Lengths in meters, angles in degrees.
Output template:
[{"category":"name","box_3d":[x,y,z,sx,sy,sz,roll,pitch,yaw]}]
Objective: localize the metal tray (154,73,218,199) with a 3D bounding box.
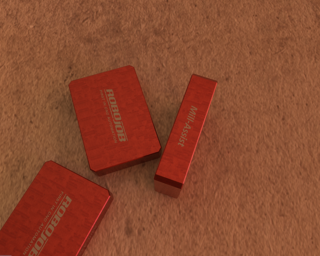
[{"category":"metal tray","box_3d":[0.029,0.013,0.369,0.030,0.090,0.130,19,71,6]}]

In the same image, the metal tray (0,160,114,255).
[{"category":"metal tray","box_3d":[-0.126,0.115,0.362,0.090,0.030,0.130,26,72,8]}]

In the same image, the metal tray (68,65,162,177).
[{"category":"metal tray","box_3d":[-0.060,-0.012,0.409,0.091,0.030,0.130,-17,71,-7]}]
